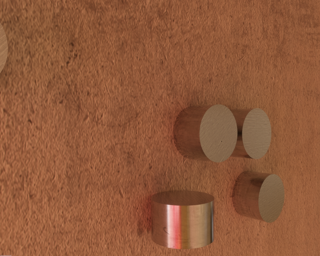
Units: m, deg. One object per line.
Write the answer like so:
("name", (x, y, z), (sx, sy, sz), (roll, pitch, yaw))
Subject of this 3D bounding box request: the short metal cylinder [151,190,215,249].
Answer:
("short metal cylinder", (0.029, 0.113, 0.393), (0.081, 0.080, 0.050), (-1, 91, -40))

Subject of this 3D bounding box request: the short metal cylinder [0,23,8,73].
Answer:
("short metal cylinder", (-0.171, -0.064, 0.245), (0.081, 0.050, 0.080), (0, 90, -40))

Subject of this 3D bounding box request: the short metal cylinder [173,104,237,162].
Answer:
("short metal cylinder", (0.066, 0.007, 0.443), (0.081, 0.050, 0.080), (0, 90, -40))

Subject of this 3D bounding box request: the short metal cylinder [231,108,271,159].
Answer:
("short metal cylinder", (0.136, 0.009, 0.502), (0.081, 0.050, 0.080), (0, 90, -40))

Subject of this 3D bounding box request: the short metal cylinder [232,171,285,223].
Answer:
("short metal cylinder", (0.169, 0.116, 0.530), (0.081, 0.050, 0.080), (0, 90, -40))
